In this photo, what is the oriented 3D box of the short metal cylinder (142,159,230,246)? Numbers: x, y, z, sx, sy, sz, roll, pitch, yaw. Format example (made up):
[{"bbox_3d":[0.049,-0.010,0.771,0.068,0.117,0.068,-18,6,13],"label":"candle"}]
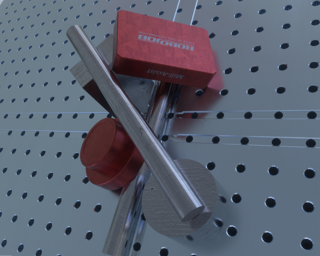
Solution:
[{"bbox_3d":[0.028,0.079,0.329,0.080,0.050,0.080,-13,56,20],"label":"short metal cylinder"}]

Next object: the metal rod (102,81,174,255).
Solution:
[{"bbox_3d":[-0.014,0.012,0.407,0.025,0.025,0.300,3,63,29],"label":"metal rod"}]

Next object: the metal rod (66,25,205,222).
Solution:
[{"bbox_3d":[-0.044,-0.027,0.356,0.025,0.025,0.300,-37,59,3],"label":"metal rod"}]

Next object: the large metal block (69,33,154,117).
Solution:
[{"bbox_3d":[-0.069,-0.075,0.454,0.080,0.080,0.050,-41,51,0],"label":"large metal block"}]

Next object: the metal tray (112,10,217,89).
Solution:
[{"bbox_3d":[0.005,-0.105,0.415,0.131,0.030,0.090,7,55,-16],"label":"metal tray"}]

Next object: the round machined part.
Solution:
[{"bbox_3d":[-0.063,0.026,0.393,0.098,0.042,0.098,-27,45,31],"label":"round machined part"}]
